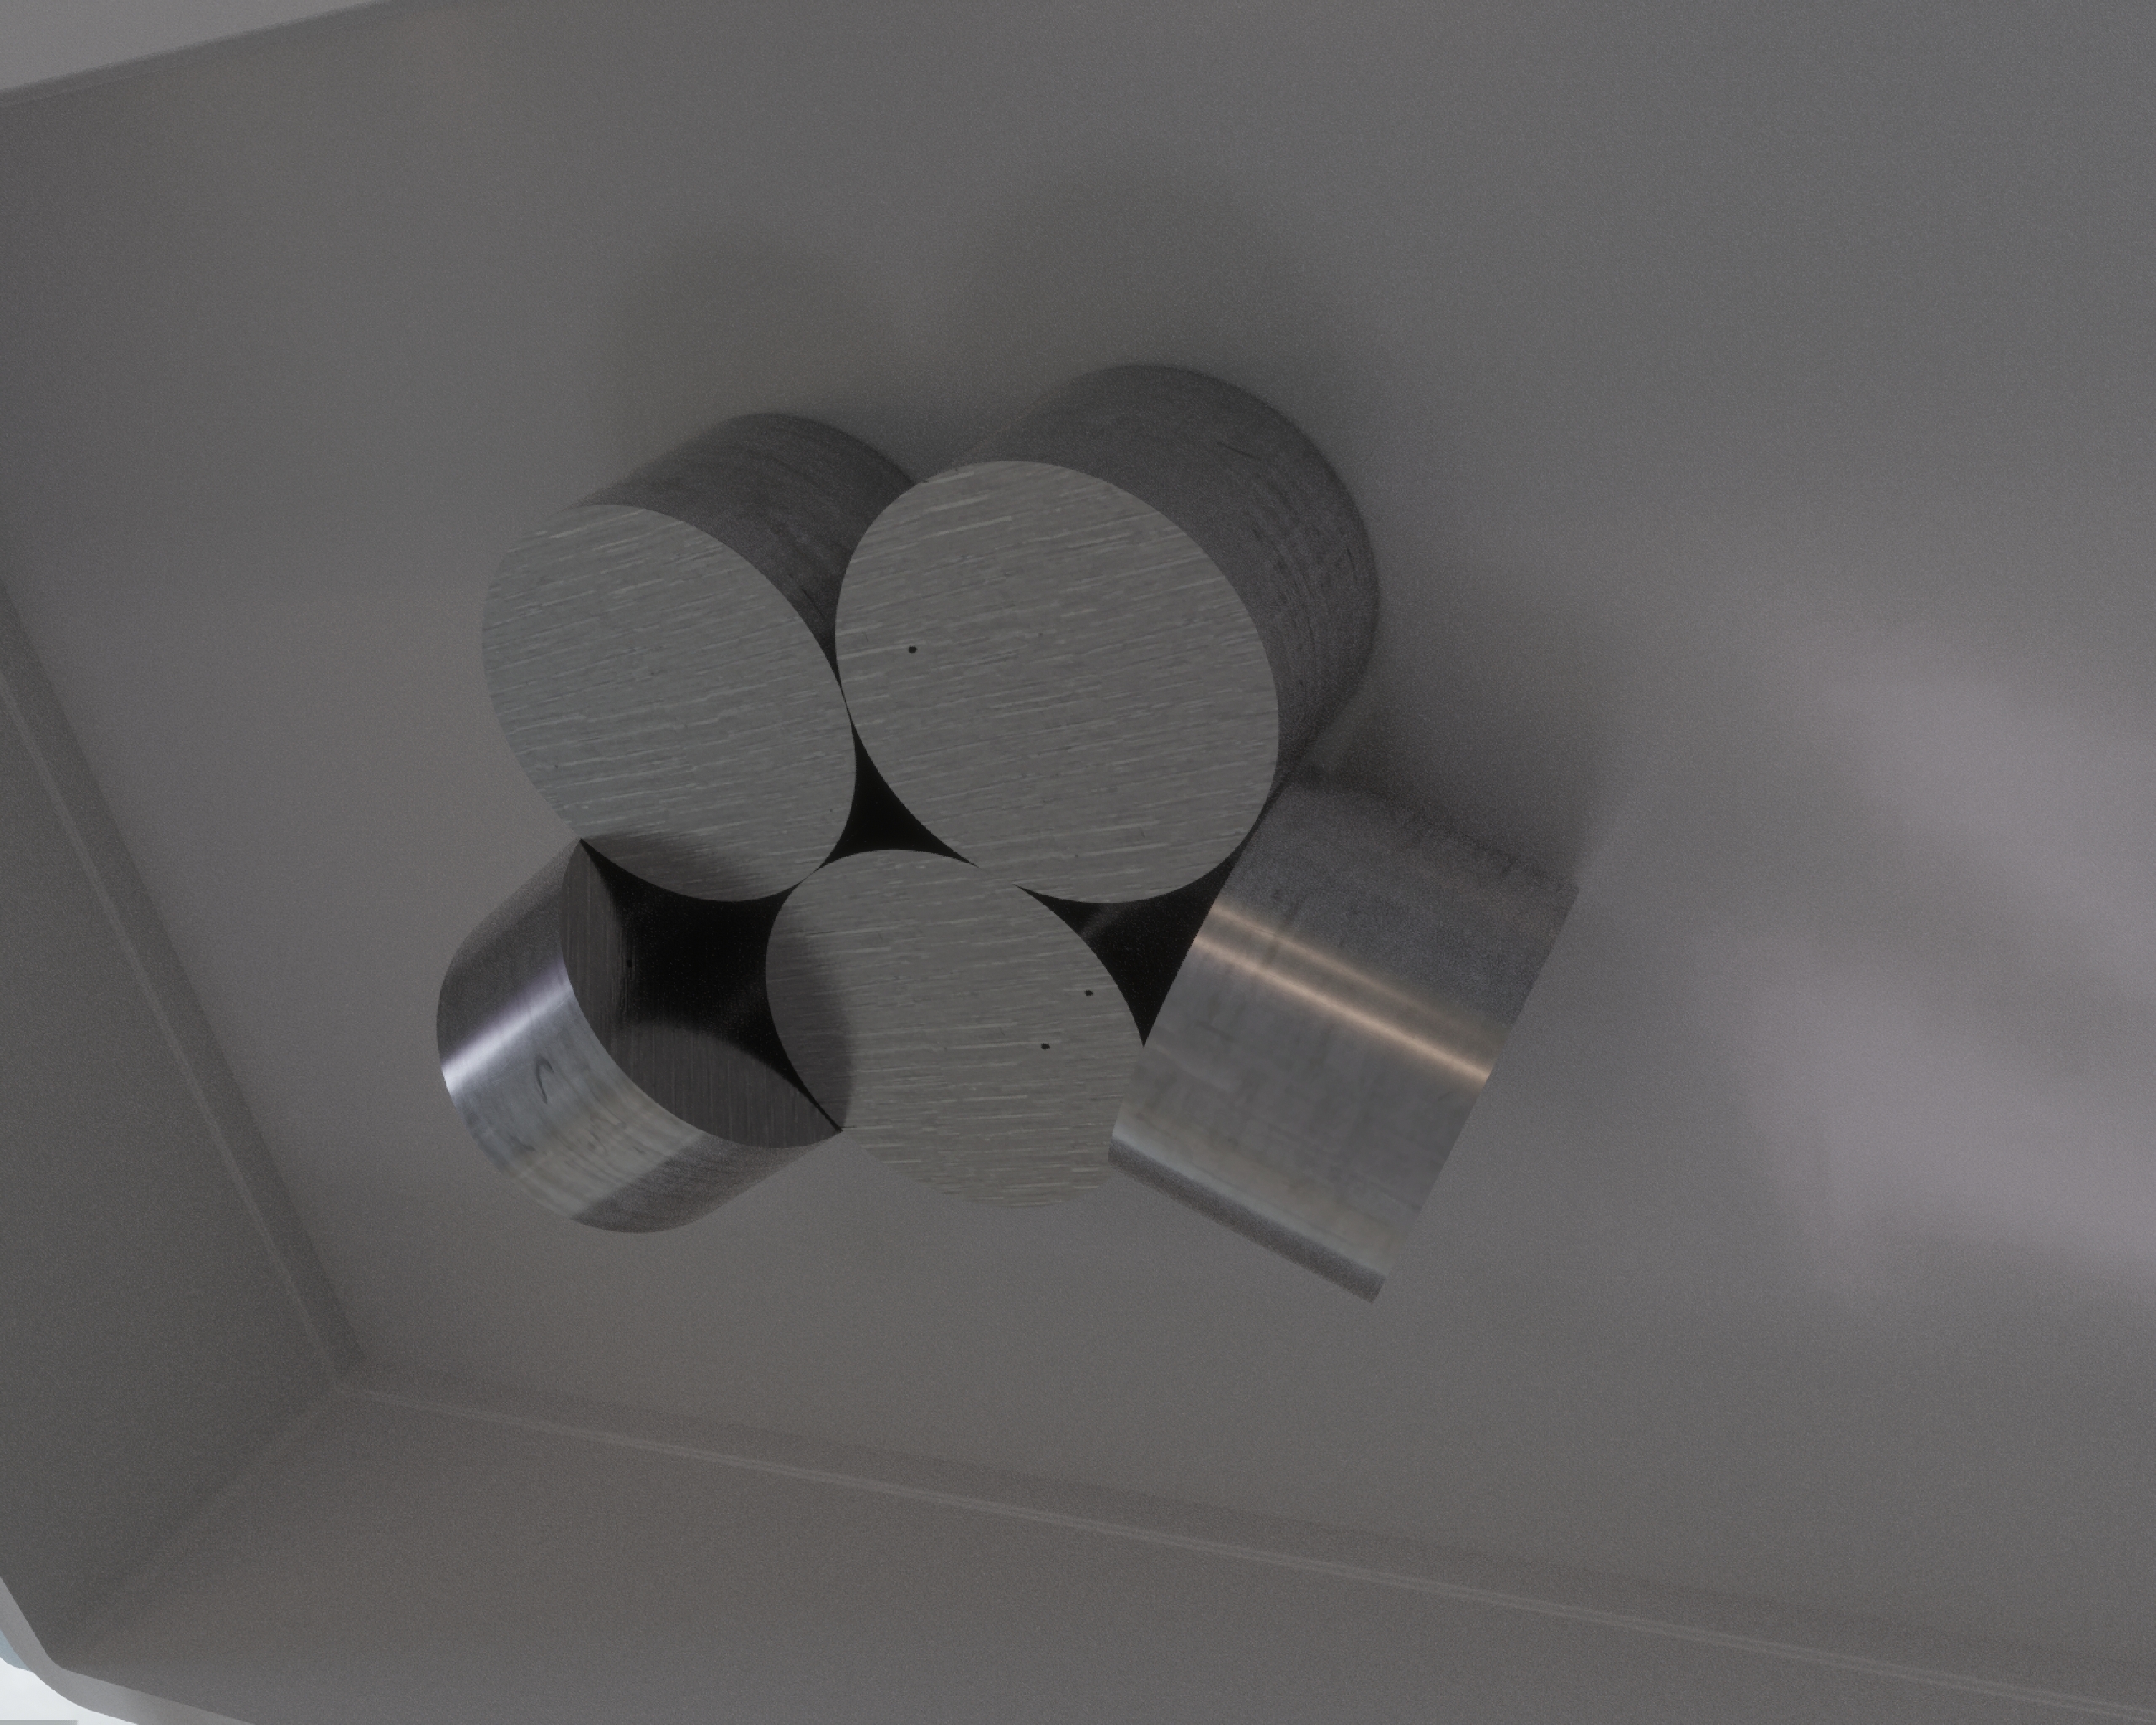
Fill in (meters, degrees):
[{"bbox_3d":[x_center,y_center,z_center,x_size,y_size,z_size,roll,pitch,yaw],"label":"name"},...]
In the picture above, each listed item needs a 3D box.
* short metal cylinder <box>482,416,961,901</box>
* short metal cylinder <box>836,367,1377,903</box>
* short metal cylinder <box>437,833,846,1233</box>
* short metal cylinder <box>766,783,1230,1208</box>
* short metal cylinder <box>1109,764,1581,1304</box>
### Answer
[{"bbox_3d":[-0.065,-0.039,0.401,0.080,0.050,0.079,13,124,21],"label":"short metal cylinder"},{"bbox_3d":[0.006,-0.040,0.363,0.080,0.050,0.079,13,124,21],"label":"short metal cylinder"},{"bbox_3d":[-0.084,0.031,0.435,0.050,0.080,0.080,-34,99,38],"label":"short metal cylinder"},{"bbox_3d":[-0.013,0.021,0.410,0.080,0.050,0.079,13,124,21],"label":"short metal cylinder"},{"bbox_3d":[0.047,0.029,0.364,0.050,0.080,0.079,26,128,12],"label":"short metal cylinder"}]
